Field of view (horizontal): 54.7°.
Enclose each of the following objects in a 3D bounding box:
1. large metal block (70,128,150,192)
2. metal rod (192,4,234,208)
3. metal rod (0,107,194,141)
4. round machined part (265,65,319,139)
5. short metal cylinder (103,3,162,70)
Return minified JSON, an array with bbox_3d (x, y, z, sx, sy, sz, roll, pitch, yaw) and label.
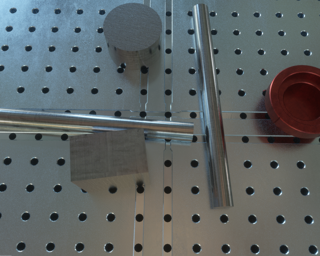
[{"bbox_3d":[-0.055,0.041,0.367,0.081,0.080,0.050,-7,70,-3],"label":"large metal block"},{"bbox_3d":[0.070,-0.044,0.428,0.025,0.025,0.299,-3,70,-1],"label":"metal rod"},{"bbox_3d":[-0.107,-0.007,0.412,0.302,0.025,0.025,5,70,1],"label":"metal rod"},{"bbox_3d":[0.190,-0.032,0.417,0.099,0.042,0.098,0,70,-1],"label":"round machined part"},{"bbox_3d":[-0.037,-0.131,0.446,0.081,0.050,0.080,0,70,-1],"label":"short metal cylinder"}]
